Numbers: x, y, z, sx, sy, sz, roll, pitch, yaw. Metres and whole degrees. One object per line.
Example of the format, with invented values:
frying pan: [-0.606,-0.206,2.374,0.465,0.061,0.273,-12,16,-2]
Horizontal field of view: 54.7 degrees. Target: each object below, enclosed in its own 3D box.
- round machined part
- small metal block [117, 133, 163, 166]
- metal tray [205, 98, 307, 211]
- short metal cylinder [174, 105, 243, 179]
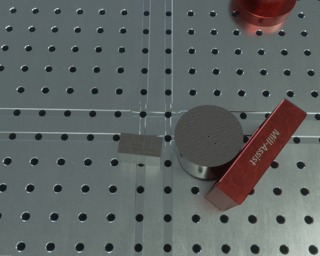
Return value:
round machined part: [0.164,-0.212,0.482,0.099,0.042,0.098,0,70,-1]
small metal block: [-0.023,0.028,0.388,0.050,0.050,0.025,6,70,2]
metal tray: [0.110,0.035,0.365,0.030,0.090,0.130,39,74,12]
short metal cylinder: [0.060,0.018,0.387,0.080,0.050,0.080,-2,65,5]
